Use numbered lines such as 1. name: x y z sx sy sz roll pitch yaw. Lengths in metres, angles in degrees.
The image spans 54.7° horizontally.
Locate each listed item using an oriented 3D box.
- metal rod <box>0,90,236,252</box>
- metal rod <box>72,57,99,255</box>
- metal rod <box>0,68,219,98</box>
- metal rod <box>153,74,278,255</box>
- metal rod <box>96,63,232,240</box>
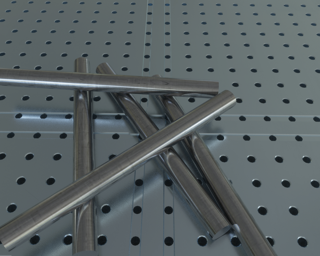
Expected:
1. metal rod: -0.027 0.032 0.347 0.302 0.025 0.025 -31 57 -24
2. metal rod: -0.098 0.011 0.396 0.025 0.025 0.300 -7 50 -7
3. metal rod: -0.072 -0.062 0.426 0.302 0.025 0.025 4 50 2
4. metal rod: 0.051 0.035 0.378 0.025 0.025 0.300 -18 52 -15
5. metal rod: -0.012 0.008 0.400 0.025 0.025 0.300 -24 54 -19
